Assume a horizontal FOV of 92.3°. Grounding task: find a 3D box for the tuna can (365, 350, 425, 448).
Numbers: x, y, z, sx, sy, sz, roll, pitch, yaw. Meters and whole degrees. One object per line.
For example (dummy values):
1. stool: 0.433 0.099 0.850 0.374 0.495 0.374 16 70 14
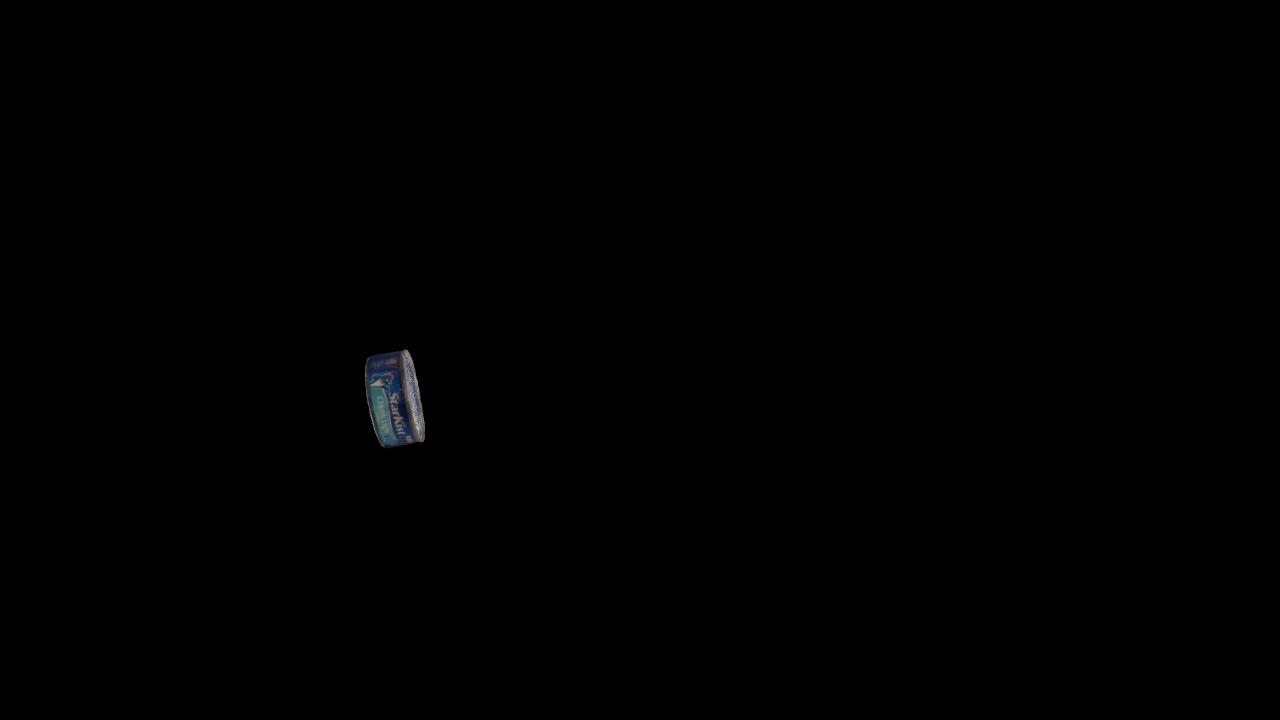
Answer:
1. tuna can: -0.216 0.034 0.544 0.034 0.084 0.084 -10 2 -14
